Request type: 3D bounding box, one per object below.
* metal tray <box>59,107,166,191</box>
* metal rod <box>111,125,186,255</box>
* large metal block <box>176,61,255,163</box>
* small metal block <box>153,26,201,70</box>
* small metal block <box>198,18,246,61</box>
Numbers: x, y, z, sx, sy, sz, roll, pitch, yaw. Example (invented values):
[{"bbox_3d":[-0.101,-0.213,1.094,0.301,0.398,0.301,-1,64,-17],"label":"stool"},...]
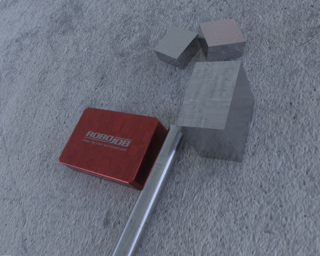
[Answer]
[{"bbox_3d":[-0.065,0.024,0.419,0.130,0.030,0.090,10,66,32],"label":"metal tray"},{"bbox_3d":[-0.036,0.131,0.340,0.025,0.025,0.300,12,68,33],"label":"metal rod"},{"bbox_3d":[0.066,-0.017,0.344,0.050,0.080,0.080,5,64,30],"label":"large metal block"},{"bbox_3d":[0.027,-0.120,0.462,0.050,0.025,0.050,32,79,38],"label":"small metal block"},{"bbox_3d":[0.083,-0.121,0.422,0.050,0.025,0.050,-9,55,-5],"label":"small metal block"}]
